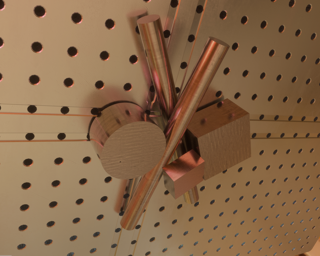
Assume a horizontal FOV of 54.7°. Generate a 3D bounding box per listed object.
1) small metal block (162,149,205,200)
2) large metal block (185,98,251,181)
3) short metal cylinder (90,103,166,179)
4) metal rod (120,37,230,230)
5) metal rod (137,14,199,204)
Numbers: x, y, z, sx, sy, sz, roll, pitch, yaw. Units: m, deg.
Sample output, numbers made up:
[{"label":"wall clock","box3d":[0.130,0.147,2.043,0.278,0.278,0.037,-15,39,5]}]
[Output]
[{"label":"small metal block","box3d":[0.033,0.064,0.423,0.050,0.025,0.050,-30,144,-19]},{"label":"large metal block","box3d":[0.081,0.016,0.444,0.081,0.050,0.080,-25,128,-14]},{"label":"short metal cylinder","box3d":[-0.040,0.016,0.378,0.081,0.050,0.079,-14,125,-21]},{"label":"metal rod","box3d":[0.007,0.026,0.402,0.025,0.025,0.298,6,123,-32]},{"label":"metal rod","box3d":[0.020,0.000,0.417,0.025,0.025,0.298,-25,128,-13]}]
